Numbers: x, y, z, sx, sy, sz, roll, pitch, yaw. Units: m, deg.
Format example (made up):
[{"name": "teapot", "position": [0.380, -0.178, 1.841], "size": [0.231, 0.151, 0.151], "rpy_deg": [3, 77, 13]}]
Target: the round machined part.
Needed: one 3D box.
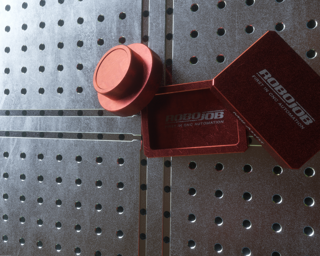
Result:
[{"name": "round machined part", "position": [-0.048, -0.067, 0.397], "size": [0.098, 0.042, 0.098], "rpy_deg": [-18, 59, 34]}]

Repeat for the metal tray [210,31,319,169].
[{"name": "metal tray", "position": [0.131, -0.030, 0.343], "size": [0.090, 0.030, 0.130], "rpy_deg": [-42, 84, -1]}]

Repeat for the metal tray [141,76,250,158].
[{"name": "metal tray", "position": [0.042, -0.011, 0.394], "size": [0.130, 0.030, 0.089], "rpy_deg": [-5, 88, 19]}]
